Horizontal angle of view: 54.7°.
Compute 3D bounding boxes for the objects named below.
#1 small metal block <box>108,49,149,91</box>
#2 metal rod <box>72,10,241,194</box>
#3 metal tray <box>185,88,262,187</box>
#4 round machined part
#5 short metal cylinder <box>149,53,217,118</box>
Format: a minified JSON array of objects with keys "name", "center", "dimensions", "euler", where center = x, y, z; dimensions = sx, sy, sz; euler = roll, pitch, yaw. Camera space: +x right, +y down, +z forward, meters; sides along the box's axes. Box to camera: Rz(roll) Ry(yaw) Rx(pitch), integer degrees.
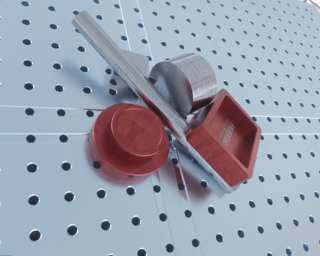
[{"name":"small metal block","center":[-0.044,-0.080,0.435],"dimensions":[0.050,0.025,0.050],"euler":[13,56,-22]},{"name":"metal rod","center":[-0.001,-0.030,0.405],"dimensions":[0.300,0.025,0.025],"euler":[48,51,-5]},{"name":"metal tray","center":[0.093,0.008,0.425],"dimensions":[0.090,0.030,0.131],"euler":[46,35,-6]},{"name":"round machined part","center":[-0.032,0.011,0.374],"dimensions":[0.099,0.042,0.098],"euler":[14,56,-21]},{"name":"short metal cylinder","center":[0.030,-0.058,0.426],"dimensions":[0.050,0.080,0.080],"euler":[-28,78,-38]}]
